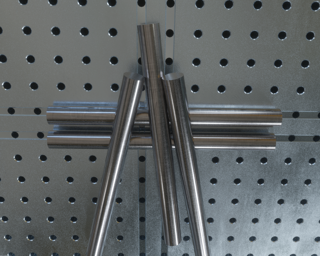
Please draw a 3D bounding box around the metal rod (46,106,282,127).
[{"bbox_3d":[0.007,-0.015,0.408,0.302,0.025,0.025,1,110,-1],"label":"metal rod"}]

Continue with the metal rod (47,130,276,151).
[{"bbox_3d":[0.003,0.017,0.420,0.302,0.025,0.025,1,110,-1],"label":"metal rod"}]

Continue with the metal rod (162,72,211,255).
[{"bbox_3d":[0.041,0.071,0.420,0.025,0.025,0.298,-10,117,3],"label":"metal rod"}]

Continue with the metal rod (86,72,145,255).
[{"bbox_3d":[-0.066,0.069,0.418,0.025,0.025,0.298,13,117,-5],"label":"metal rod"}]

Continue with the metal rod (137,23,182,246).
[{"bbox_3d":[0.003,0.023,0.396,0.025,0.025,0.298,-6,110,2],"label":"metal rod"}]
